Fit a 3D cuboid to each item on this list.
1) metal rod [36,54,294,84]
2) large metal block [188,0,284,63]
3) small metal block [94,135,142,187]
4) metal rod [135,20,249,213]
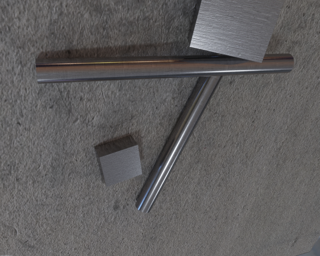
[{"bbox_3d":[0.021,-0.070,0.353,0.303,0.025,0.025,-5,121,-18],"label":"metal rod"},{"bbox_3d":[0.080,-0.124,0.339,0.081,0.050,0.079,12,115,-4],"label":"large metal block"},{"bbox_3d":[-0.054,0.043,0.405,0.050,0.025,0.050,-18,126,-19],"label":"small metal block"},{"bbox_3d":[0.038,-0.008,0.424,0.025,0.025,0.298,14,111,-35],"label":"metal rod"}]
